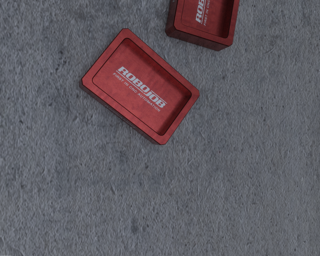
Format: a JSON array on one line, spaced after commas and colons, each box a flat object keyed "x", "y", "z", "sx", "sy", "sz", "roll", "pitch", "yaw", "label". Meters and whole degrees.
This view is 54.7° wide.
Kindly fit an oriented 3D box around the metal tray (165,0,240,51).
[{"x": 0.064, "y": -0.182, "z": 0.429, "sx": 0.091, "sy": 0.030, "sz": 0.129, "roll": 11, "pitch": 86, "yaw": -20, "label": "metal tray"}]

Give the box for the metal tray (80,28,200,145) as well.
[{"x": -0.024, "y": -0.050, "z": 0.397, "sx": 0.130, "sy": 0.030, "sz": 0.090, "roll": 39, "pitch": 78, "yaw": -16, "label": "metal tray"}]
